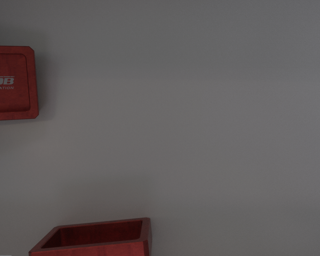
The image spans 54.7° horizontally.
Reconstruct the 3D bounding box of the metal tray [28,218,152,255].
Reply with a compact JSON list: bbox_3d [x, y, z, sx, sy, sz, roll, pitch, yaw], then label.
[{"bbox_3d":[-0.077,0.143,0.378,0.131,0.090,0.030,-5,90,0],"label":"metal tray"}]

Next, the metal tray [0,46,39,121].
[{"bbox_3d":[-0.220,-0.054,0.377,0.131,0.030,0.089,-4,103,-19],"label":"metal tray"}]
